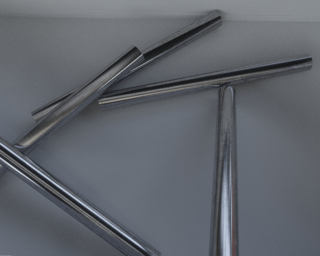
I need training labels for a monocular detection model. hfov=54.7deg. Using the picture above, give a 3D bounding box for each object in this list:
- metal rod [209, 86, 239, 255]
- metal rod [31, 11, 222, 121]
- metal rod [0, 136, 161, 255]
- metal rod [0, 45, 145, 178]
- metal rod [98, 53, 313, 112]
[{"bbox_3d":[0.068,0.050,0.320,0.025,0.025,0.300,11,43,4],"label":"metal rod"},{"bbox_3d":[-0.039,-0.088,0.441,0.301,0.025,0.025,-32,74,-11],"label":"metal rod"},{"bbox_3d":[-0.128,0.066,0.358,0.301,0.025,0.025,36,74,1],"label":"metal rod"},{"bbox_3d":[-0.141,-0.003,0.393,0.301,0.025,0.025,-41,75,-8],"label":"metal rod"},{"bbox_3d":[0.065,-0.065,0.434,0.302,0.025,0.025,-12,71,-5],"label":"metal rod"}]
